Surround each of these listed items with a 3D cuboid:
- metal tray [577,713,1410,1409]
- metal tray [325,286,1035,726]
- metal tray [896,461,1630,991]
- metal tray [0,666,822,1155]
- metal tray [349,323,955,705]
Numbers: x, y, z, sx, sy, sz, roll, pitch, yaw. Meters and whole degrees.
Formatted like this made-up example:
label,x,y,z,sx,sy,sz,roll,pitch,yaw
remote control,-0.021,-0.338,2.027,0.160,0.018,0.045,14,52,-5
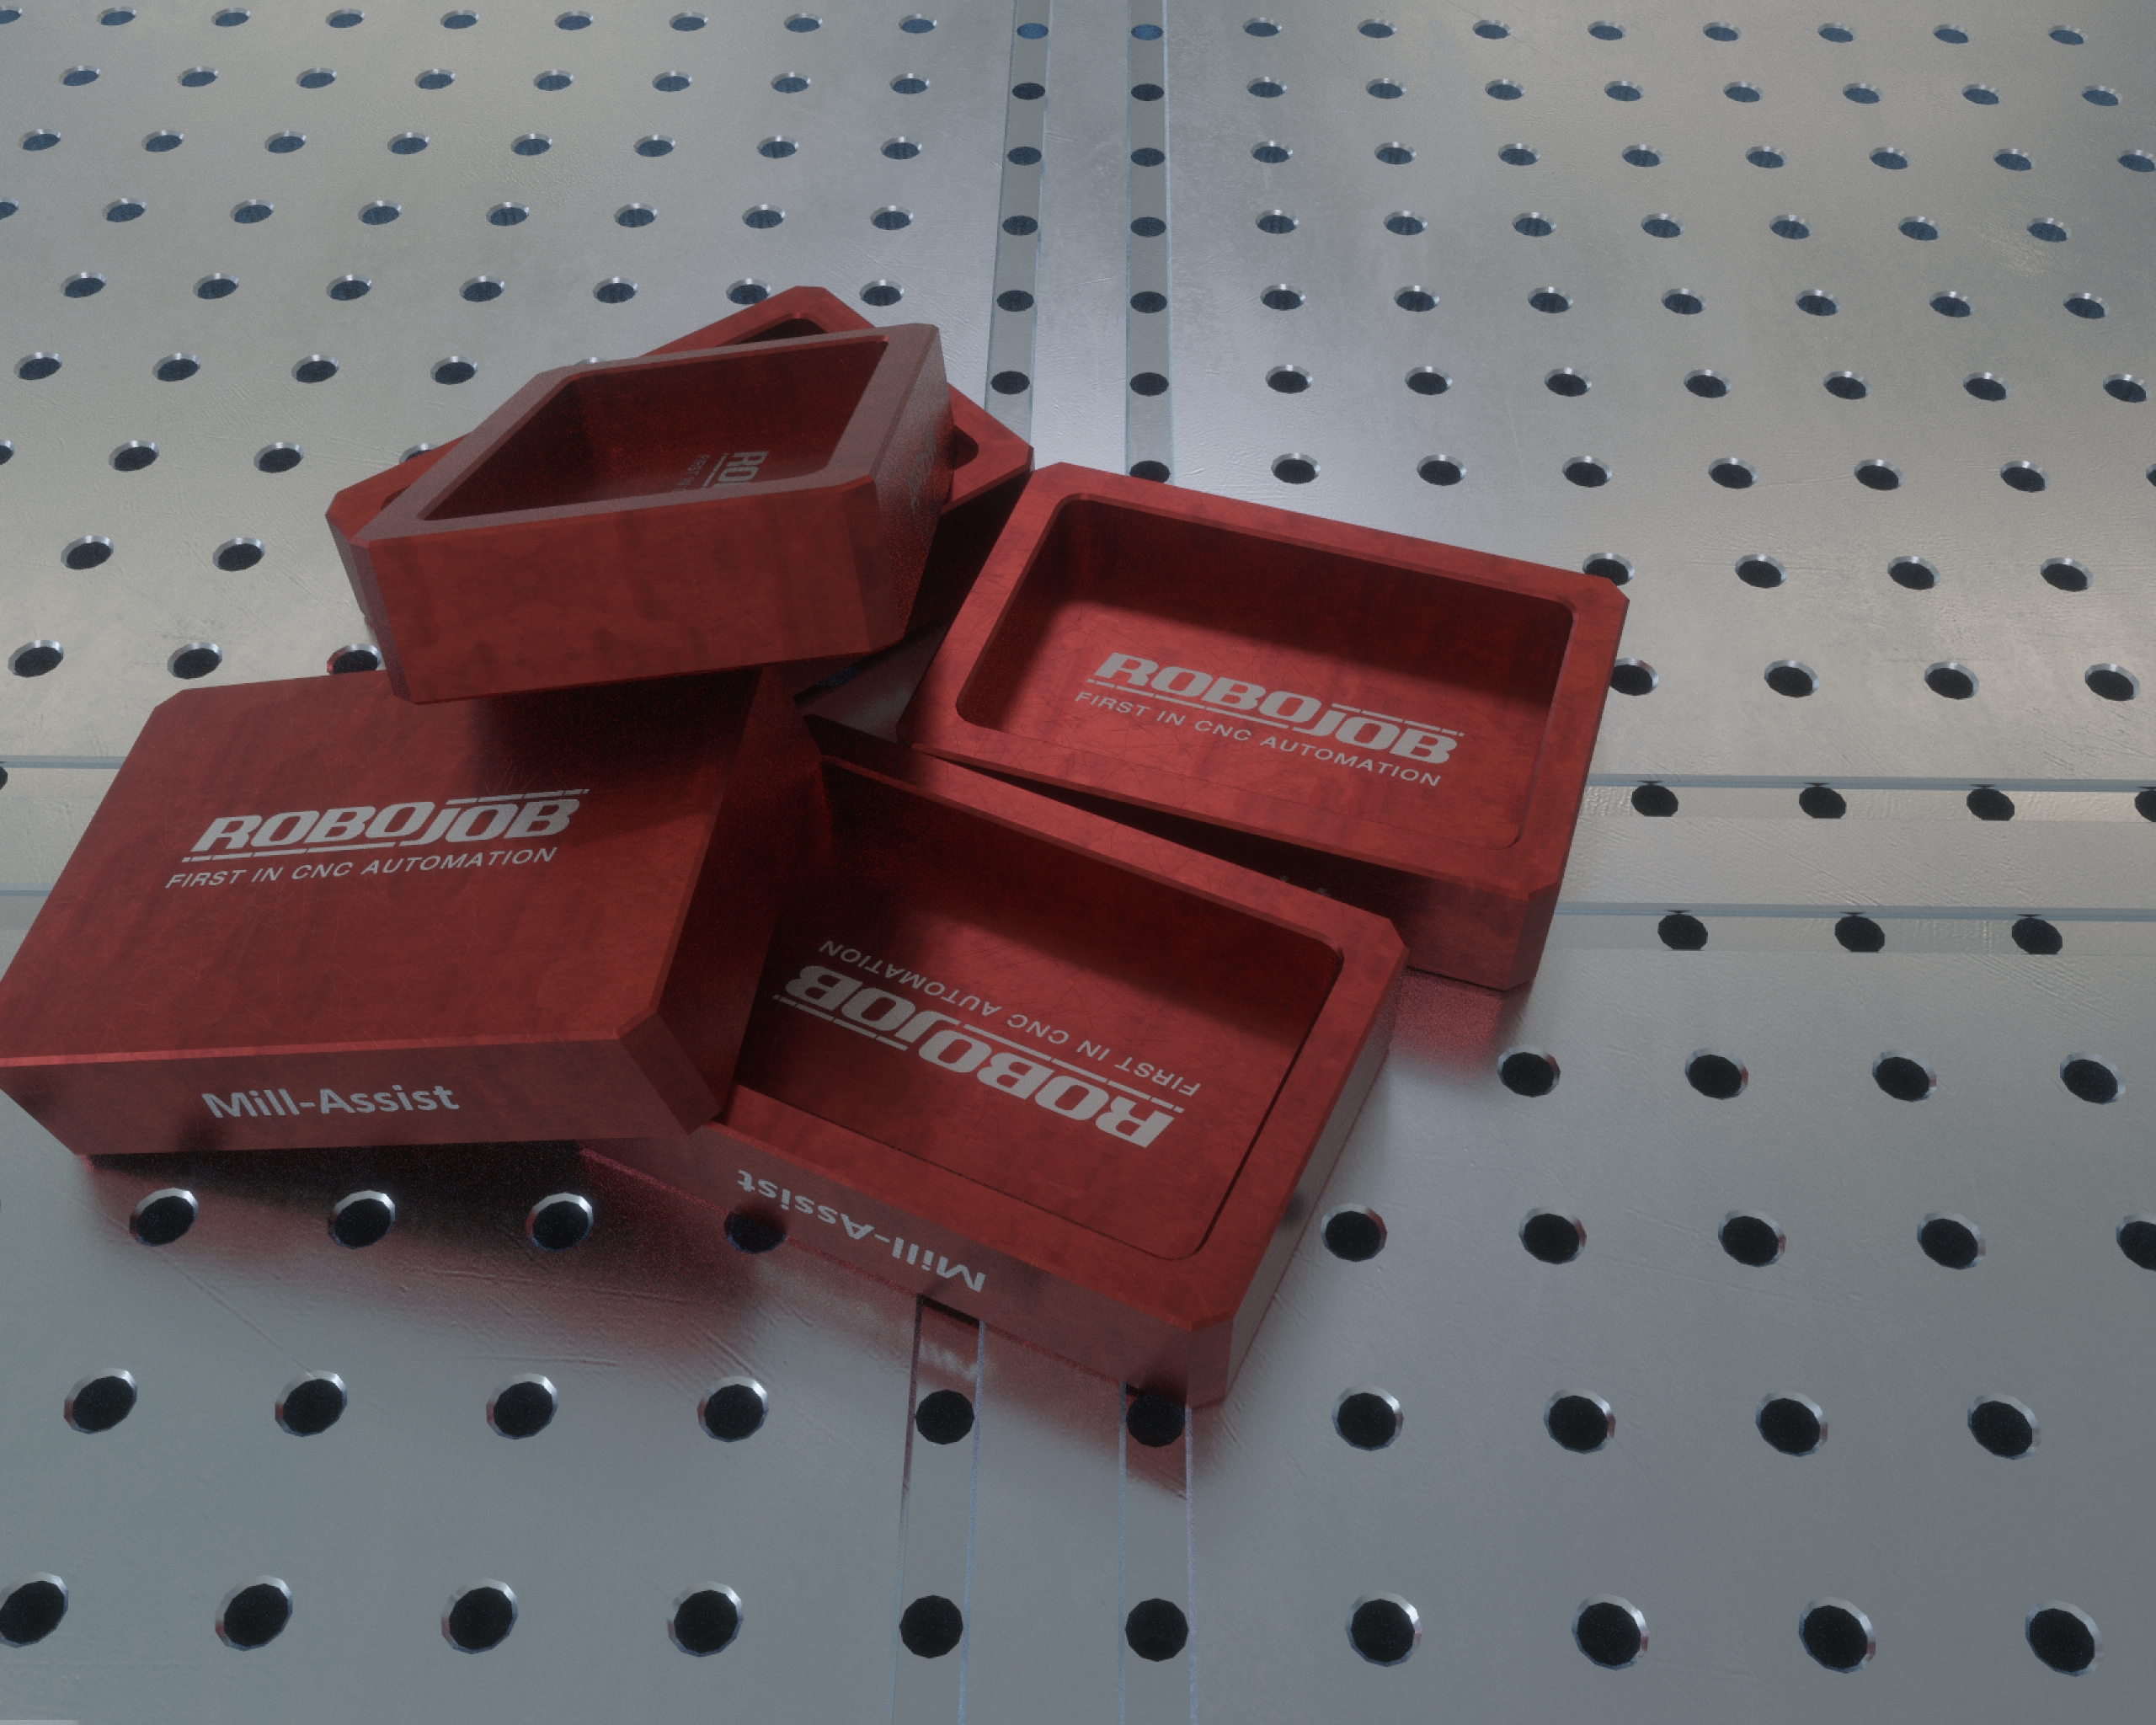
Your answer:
label,x,y,z,sx,sy,sz,roll,pitch,yaw
metal tray,-0.017,0.031,0.377,0.130,0.030,0.090,20,53,16
metal tray,-0.085,-0.074,0.465,0.131,0.030,0.090,-32,56,-24
metal tray,0.039,-0.032,0.430,0.130,0.030,0.090,14,52,11
metal tray,-0.120,0.005,0.377,0.130,0.030,0.090,-4,49,15
metal tray,-0.075,-0.073,0.410,0.090,0.030,0.130,-6,26,5
